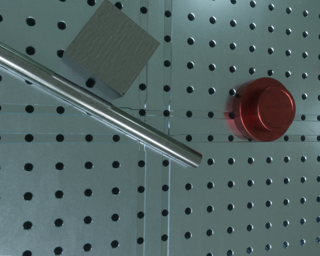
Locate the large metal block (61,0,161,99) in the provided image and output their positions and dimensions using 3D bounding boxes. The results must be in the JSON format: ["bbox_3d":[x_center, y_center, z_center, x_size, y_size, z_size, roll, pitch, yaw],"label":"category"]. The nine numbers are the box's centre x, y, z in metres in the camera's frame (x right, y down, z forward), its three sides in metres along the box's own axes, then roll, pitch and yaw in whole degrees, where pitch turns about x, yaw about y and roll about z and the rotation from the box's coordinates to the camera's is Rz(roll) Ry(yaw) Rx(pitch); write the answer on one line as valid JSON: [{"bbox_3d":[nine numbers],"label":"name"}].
[{"bbox_3d":[-0.060,-0.092,0.378,0.080,0.050,0.080,36,78,-17],"label":"large metal block"}]

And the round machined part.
[{"bbox_3d":[0.163,-0.028,0.465,0.099,0.042,0.097,0,90,-21],"label":"round machined part"}]

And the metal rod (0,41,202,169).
[{"bbox_3d":[-0.074,-0.024,0.385,0.301,0.025,0.025,29,80,-18],"label":"metal rod"}]
